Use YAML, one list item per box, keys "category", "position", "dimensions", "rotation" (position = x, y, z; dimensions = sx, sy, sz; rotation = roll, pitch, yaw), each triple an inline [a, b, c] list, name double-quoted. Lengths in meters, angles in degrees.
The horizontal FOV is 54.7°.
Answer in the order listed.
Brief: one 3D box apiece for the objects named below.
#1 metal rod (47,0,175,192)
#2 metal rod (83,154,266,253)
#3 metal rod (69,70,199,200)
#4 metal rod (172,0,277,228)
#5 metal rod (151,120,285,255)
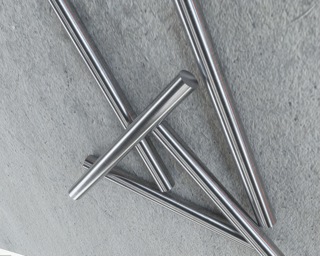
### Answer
- category: "metal rod"
  position: [-0.059, -0.040, 0.412]
  dimensions: [0.025, 0.025, 0.299]
  rotation: [-18, 109, 35]
- category: "metal rod"
  position: [0.018, 0.111, 0.466]
  dimensions: [0.301, 0.025, 0.025]
  rotation: [23, 127, 14]
- category: "metal rod"
  position: [-0.054, 0.028, 0.418]
  dimensions: [0.025, 0.025, 0.299]
  rotation: [45, 129, -3]
- category: "metal rod"
  position: [0.082, -0.006, 0.359]
  dimensions: [0.025, 0.025, 0.299]
  rotation: [-12, 113, 33]
- category: "metal rod"
  position: [0.097, 0.110, 0.406]
  dimensions: [0.300, 0.025, 0.025]
  rotation: [49, 129, 0]
